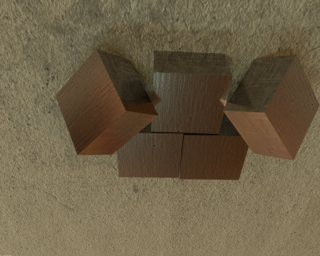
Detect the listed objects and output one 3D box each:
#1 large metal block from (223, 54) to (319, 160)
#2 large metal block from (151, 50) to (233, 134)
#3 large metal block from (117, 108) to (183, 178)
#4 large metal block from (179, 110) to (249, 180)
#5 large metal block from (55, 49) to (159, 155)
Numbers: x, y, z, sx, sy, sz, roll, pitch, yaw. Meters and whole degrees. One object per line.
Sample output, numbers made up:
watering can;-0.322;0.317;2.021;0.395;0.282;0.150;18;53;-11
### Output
large metal block;0.127;-0.023;0.347;0.050;0.080;0.080;8;147;51
large metal block;0.032;-0.041;0.358;0.081;0.050;0.079;2;130;-2
large metal block;-0.014;0.020;0.408;0.081;0.050;0.079;1;130;-2
large metal block;0.067;0.023;0.411;0.081;0.050;0.079;1;130;-2
large metal block;-0.061;-0.025;0.341;0.080;0.080;0.050;-39;155;28
